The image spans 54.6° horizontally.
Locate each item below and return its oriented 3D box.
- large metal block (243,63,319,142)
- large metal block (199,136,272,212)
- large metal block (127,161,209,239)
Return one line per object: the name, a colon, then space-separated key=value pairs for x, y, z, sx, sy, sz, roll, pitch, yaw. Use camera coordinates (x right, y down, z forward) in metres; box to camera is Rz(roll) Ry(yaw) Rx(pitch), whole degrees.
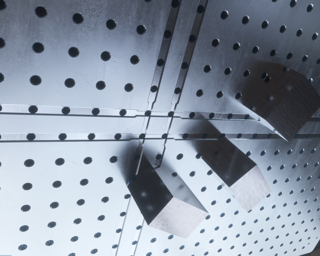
large metal block: x=0.189 y=-0.037 z=0.474 sx=0.080 sy=0.050 sz=0.080 roll=32 pitch=100 yaw=-38
large metal block: x=0.117 y=0.071 z=0.482 sx=0.050 sy=0.080 sz=0.080 roll=-40 pitch=129 yaw=-1
large metal block: x=0.010 y=0.103 z=0.444 sx=0.080 sy=0.080 sz=0.050 roll=34 pitch=99 yaw=-38
